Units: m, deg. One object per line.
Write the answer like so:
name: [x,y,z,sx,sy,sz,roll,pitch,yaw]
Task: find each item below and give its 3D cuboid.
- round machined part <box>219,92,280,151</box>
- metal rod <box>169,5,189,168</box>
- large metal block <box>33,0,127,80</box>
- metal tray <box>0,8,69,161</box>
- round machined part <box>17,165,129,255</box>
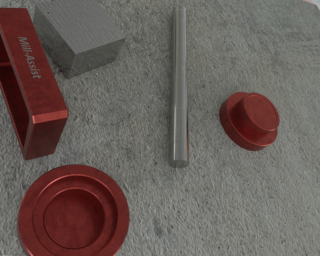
round machined part: [0.146,-0.017,0.484,0.099,0.042,0.098,14,56,-21]
metal rod: [0.029,-0.081,0.470,0.025,0.025,0.300,16,55,-20]
large metal block: [-0.106,-0.121,0.405,0.081,0.050,0.080,-33,80,-38]
metal tray: [-0.137,-0.043,0.315,0.030,0.090,0.130,-14,69,-34]
round machined part: [-0.083,0.088,0.296,0.099,0.042,0.098,14,56,-21]
